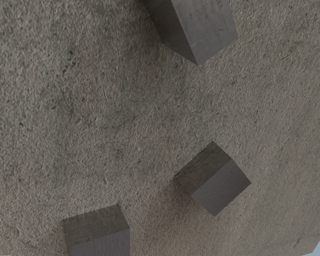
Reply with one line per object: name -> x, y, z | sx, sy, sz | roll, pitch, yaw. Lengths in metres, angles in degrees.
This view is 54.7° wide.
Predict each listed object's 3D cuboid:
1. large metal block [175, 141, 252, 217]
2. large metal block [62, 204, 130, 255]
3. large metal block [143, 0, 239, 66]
large metal block -> 0.084, 0.080, 0.486 | 0.080, 0.050, 0.080 | -43, 129, 1
large metal block -> -0.090, 0.165, 0.444 | 0.081, 0.050, 0.079 | -11, 123, -23
large metal block -> 0.025, -0.120, 0.310 | 0.050, 0.080, 0.080 | -35, 129, -5
